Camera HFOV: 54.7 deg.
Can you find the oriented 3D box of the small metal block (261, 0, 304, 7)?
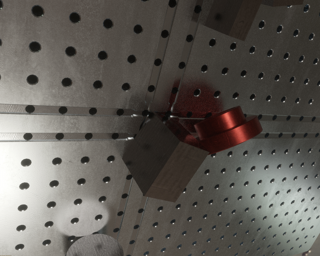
[{"bbox_3d":[0.157,-0.181,0.387,0.050,0.025,0.050,-13,124,-22],"label":"small metal block"}]

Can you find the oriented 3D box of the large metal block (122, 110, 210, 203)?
[{"bbox_3d":[0.004,0.036,0.402,0.050,0.080,0.080,22,107,-37],"label":"large metal block"}]

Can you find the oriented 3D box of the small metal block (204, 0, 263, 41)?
[{"bbox_3d":[0.084,-0.135,0.360,0.025,0.050,0.050,7,115,-32],"label":"small metal block"}]

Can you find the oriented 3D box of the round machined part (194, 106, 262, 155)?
[{"bbox_3d":[0.086,0.001,0.426,0.099,0.098,0.042,-23,91,-15],"label":"round machined part"}]

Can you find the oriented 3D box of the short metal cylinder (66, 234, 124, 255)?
[{"bbox_3d":[-0.094,0.203,0.451,0.081,0.080,0.050,-8,122,-25],"label":"short metal cylinder"}]
